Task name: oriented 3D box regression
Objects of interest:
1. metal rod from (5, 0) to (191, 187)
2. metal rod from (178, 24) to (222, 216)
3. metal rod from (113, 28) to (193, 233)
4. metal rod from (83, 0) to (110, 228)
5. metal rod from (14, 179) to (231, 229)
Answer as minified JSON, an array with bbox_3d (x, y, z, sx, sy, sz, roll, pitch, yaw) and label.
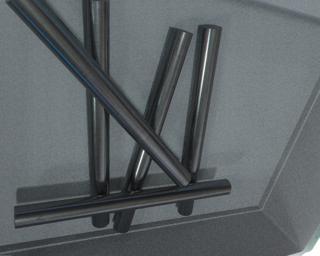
[{"bbox_3d":[-0.040,-0.018,0.341,0.025,0.025,0.300,-40,129,-1],"label":"metal rod"},{"bbox_3d":[0.051,0.009,0.441,0.025,0.025,0.298,-10,123,-23],"label":"metal rod"},{"bbox_3d":[-0.016,0.020,0.411,0.025,0.025,0.298,4,117,-30],"label":"metal rod"},{"bbox_3d":[-0.073,0.005,0.371,0.025,0.025,0.298,-9,123,-24],"label":"metal rod"},{"bbox_3d":[-0.029,0.096,0.418,0.303,0.025,0.025,-2,119,-28],"label":"metal rod"}]
